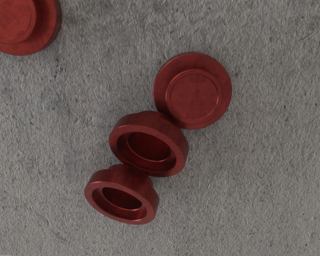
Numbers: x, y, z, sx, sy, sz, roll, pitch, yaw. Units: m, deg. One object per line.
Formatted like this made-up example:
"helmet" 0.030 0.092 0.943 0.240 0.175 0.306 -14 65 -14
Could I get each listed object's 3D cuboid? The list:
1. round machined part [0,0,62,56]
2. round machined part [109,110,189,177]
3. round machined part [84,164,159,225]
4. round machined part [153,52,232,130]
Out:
"round machined part" -0.167 -0.131 0.351 0.099 0.042 0.097 0 110 0
"round machined part" -0.011 0.016 0.391 0.098 0.042 0.097 13 139 12
"round machined part" -0.047 0.086 0.417 0.098 0.042 0.097 11 137 11
"round machined part" 0.041 -0.043 0.385 0.099 0.042 0.097 0 110 0
